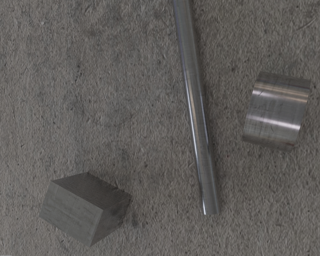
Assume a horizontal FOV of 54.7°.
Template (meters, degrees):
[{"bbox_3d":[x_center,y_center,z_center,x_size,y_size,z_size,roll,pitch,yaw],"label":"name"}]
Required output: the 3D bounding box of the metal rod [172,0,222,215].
[{"bbox_3d":[0.044,-0.043,0.393,0.025,0.025,0.298,-9,87,20],"label":"metal rod"}]

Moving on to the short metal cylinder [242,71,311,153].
[{"bbox_3d":[0.125,-0.018,0.336,0.050,0.080,0.080,15,95,19],"label":"short metal cylinder"}]

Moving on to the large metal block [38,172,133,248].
[{"bbox_3d":[-0.096,0.104,0.414,0.080,0.080,0.050,23,98,18],"label":"large metal block"}]
